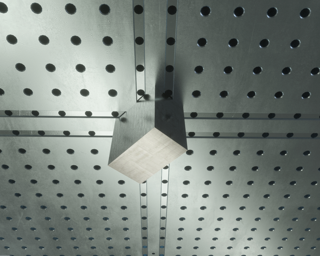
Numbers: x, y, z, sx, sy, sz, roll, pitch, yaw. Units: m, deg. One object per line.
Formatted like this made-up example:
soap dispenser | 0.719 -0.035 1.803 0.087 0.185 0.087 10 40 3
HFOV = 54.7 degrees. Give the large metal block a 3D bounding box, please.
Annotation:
large metal block | -0.015 0.008 0.383 0.050 0.080 0.080 36 121 -27
